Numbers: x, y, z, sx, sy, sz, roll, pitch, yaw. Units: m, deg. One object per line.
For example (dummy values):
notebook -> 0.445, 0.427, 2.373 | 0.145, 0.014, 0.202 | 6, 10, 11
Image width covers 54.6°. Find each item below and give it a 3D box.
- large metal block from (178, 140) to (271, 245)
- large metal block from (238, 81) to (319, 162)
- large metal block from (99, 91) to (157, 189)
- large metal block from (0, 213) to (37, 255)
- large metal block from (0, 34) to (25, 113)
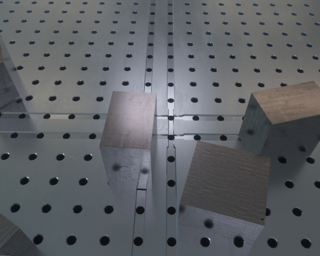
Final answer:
large metal block -> 0.069, 0.068, 0.335 | 0.080, 0.050, 0.080 | 13, 51, 11
large metal block -> 0.150, -0.005, 0.377 | 0.081, 0.080, 0.050 | -11, 51, -9
large metal block -> -0.032, 0.015, 0.360 | 0.050, 0.080, 0.080 | 3, 50, 3
large metal block -> -0.183, 0.116, 0.293 | 0.080, 0.050, 0.080 | 26, 55, 20
large metal block -> -0.235, -0.077, 0.436 | 0.050, 0.080, 0.080 | -18, 53, -15
